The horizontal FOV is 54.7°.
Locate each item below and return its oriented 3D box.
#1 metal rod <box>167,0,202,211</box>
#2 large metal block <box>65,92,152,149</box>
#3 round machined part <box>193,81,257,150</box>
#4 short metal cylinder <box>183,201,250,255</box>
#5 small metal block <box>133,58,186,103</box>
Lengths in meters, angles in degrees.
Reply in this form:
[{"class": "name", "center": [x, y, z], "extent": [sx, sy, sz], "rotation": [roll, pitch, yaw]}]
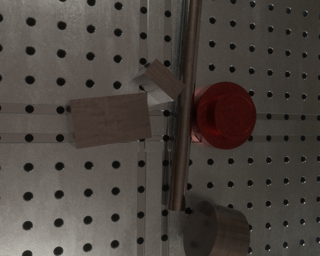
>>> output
[{"class": "metal rod", "center": [0.035, -0.038, 0.426], "extent": [0.025, 0.025, 0.298], "rotation": [5, 88, -20]}, {"class": "large metal block", "center": [-0.063, -0.009, 0.361], "extent": [0.081, 0.080, 0.050], "rotation": [-8, 93, -20]}, {"class": "round machined part", "center": [0.097, -0.018, 0.441], "extent": [0.099, 0.042, 0.097], "rotation": [0, 90, -21]}, {"class": "short metal cylinder", "center": [0.073, 0.143, 0.412], "extent": [0.050, 0.080, 0.080], "rotation": [20, 83, -19]}, {"class": "small metal block", "center": [-0.002, -0.059, 0.399], "extent": [0.050, 0.050, 0.025], "rotation": [40, 77, -16]}]
